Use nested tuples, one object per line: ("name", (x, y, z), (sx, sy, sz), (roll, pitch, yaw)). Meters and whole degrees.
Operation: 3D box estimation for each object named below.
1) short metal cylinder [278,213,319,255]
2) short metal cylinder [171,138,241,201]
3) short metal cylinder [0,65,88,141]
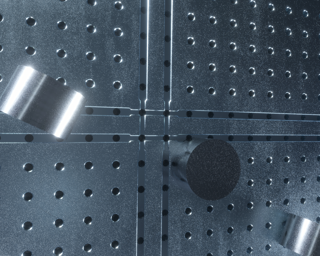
("short metal cylinder", (0.230, 0.170, 0.471), (0.080, 0.080, 0.050), (26, 81, -19))
("short metal cylinder", (0.062, 0.054, 0.424), (0.081, 0.050, 0.079), (0, 90, -20))
("short metal cylinder", (-0.127, -0.026, 0.337), (0.080, 0.080, 0.050), (28, 81, -18))
